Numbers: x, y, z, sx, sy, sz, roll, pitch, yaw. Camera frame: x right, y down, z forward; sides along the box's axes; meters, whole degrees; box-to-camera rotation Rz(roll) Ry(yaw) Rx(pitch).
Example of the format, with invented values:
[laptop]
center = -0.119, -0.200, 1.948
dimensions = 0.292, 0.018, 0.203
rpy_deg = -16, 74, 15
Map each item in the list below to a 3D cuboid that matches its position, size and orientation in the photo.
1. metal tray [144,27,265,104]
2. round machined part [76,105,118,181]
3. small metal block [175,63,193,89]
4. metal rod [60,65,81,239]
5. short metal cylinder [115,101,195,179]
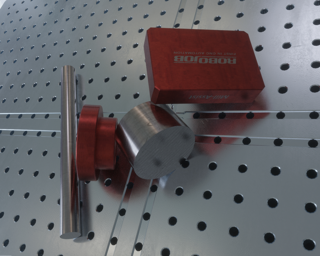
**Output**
[metal tray]
center = 0.051, -0.075, 0.374
dimensions = 0.131, 0.030, 0.090
rpy_deg = -2, 64, -13
[round machined part]
center = -0.078, 0.019, 0.400
dimensions = 0.042, 0.098, 0.098
rpy_deg = 3, 58, -5
[small metal block]
center = 0.034, -0.089, 0.426
dimensions = 0.025, 0.050, 0.050
rpy_deg = 0, 60, 4
[metal rod]
center = -0.138, 0.015, 0.471
dimensions = 0.025, 0.025, 0.299
rpy_deg = -23, 53, 14
[short metal cylinder]
center = -0.006, 0.015, 0.367
dimensions = 0.080, 0.080, 0.050
rpy_deg = -40, 51, 1
